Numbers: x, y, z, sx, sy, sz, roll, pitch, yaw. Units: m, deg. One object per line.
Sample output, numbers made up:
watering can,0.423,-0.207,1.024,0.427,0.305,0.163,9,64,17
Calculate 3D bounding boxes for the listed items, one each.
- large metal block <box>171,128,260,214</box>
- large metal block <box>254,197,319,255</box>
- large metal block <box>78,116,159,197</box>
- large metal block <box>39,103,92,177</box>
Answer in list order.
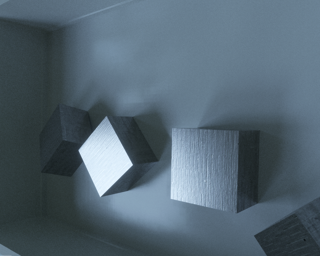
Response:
large metal block,0.060,0.041,0.341,0.080,0.050,0.079,2,92,40
large metal block,0.136,0.105,0.254,0.080,0.050,0.080,59,158,23
large metal block,-0.061,0.039,0.441,0.080,0.050,0.080,-46,63,30
large metal block,-0.154,0.020,0.504,0.080,0.050,0.080,-49,43,29
